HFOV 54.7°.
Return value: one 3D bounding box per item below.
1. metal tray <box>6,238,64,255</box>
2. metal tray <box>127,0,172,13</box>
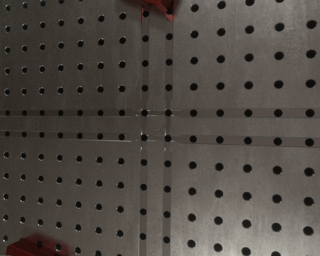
[{"bbox_3d":[-0.201,0.250,0.479,0.090,0.030,0.129,14,95,19],"label":"metal tray"},{"bbox_3d":[-0.008,-0.232,0.411,0.090,0.030,0.129,26,98,17],"label":"metal tray"}]
